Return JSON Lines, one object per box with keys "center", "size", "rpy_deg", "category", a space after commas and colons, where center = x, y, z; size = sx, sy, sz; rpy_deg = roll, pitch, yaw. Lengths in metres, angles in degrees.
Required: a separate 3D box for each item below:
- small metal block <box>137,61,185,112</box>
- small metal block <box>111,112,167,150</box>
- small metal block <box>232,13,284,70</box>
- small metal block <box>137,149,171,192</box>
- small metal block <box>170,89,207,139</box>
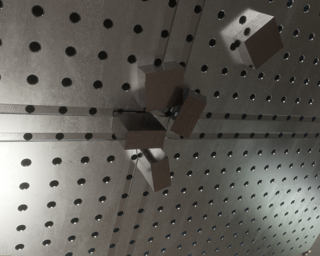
{"center": [0.001, -0.051, 0.381], "size": [0.050, 0.025, 0.050], "rpy_deg": [-13, 124, -22], "category": "small metal block"}
{"center": [-0.027, 0.002, 0.383], "size": [0.050, 0.050, 0.025], "rpy_deg": [-1, 119, -29], "category": "small metal block"}
{"center": [0.132, -0.115, 0.414], "size": [0.050, 0.025, 0.050], "rpy_deg": [-40, 130, -1], "category": "small metal block"}
{"center": [-0.009, 0.050, 0.423], "size": [0.025, 0.050, 0.050], "rpy_deg": [-19, 126, -18], "category": "small metal block"}
{"center": [0.038, -0.020, 0.402], "size": [0.025, 0.050, 0.050], "rpy_deg": [26, 107, 0], "category": "small metal block"}
